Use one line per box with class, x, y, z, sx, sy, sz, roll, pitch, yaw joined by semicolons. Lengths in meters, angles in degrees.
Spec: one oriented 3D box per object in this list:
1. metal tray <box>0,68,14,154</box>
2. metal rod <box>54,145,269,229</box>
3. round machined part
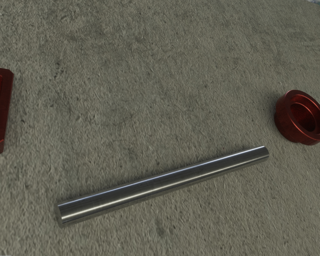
metal tray;-0.218;-0.024;0.297;0.131;0.030;0.090;7;59;-25
metal rod;0.027;0.061;0.380;0.303;0.025;0.025;-11;67;-33
round machined part;0.236;-0.013;0.528;0.099;0.042;0.098;14;56;-21
